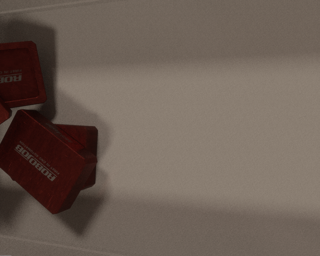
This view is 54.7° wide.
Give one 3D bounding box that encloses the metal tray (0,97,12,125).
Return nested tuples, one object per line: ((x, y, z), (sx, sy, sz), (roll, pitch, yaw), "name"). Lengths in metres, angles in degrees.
((-0.275, -0.014, 0.395), (0.130, 0.030, 0.090), (-38, 109, -11), "metal tray")

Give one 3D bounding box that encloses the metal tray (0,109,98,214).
((-0.161, 0.044, 0.431), (0.130, 0.030, 0.090), (35, 101, 16), "metal tray")

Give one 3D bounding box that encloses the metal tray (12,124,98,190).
((-0.160, 0.039, 0.462), (0.130, 0.030, 0.089), (4, 91, 19), "metal tray")

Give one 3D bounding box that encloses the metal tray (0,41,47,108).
((-0.237, -0.070, 0.437), (0.131, 0.030, 0.089), (-12, 103, -22), "metal tray")
